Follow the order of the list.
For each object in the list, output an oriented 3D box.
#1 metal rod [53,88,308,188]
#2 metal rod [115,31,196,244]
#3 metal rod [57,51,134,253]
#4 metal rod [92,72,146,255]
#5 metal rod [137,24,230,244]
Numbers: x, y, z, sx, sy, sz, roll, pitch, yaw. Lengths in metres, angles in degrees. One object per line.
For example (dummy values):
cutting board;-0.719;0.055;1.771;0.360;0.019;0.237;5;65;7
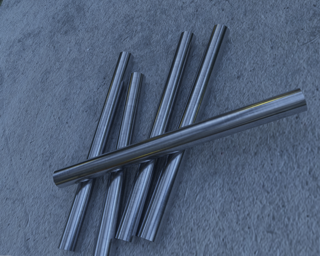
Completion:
metal rod;0.008;0.018;0.355;0.301;0.025;0.025;-19;54;16
metal rod;0.002;-0.005;0.405;0.025;0.025;0.300;3;63;29
metal rod;-0.082;0.016;0.437;0.025;0.025;0.300;-2;60;27
metal rod;-0.051;0.054;0.397;0.025;0.025;0.299;-7;59;25
metal rod;0.037;-0.009;0.389;0.025;0.025;0.300;7;65;31
